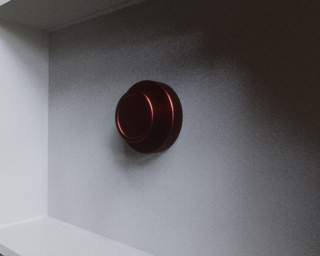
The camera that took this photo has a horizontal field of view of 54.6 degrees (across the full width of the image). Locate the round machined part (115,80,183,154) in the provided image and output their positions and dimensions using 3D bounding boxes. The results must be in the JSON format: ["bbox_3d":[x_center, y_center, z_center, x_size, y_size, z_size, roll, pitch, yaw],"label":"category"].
[{"bbox_3d":[-0.021,-0.015,0.411,0.098,0.042,0.097,0,90,40],"label":"round machined part"}]
